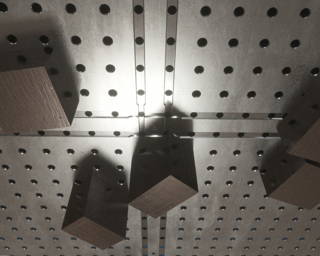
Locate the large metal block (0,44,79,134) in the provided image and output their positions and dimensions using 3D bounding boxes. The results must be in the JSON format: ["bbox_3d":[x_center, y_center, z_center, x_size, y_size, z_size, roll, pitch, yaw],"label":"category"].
[{"bbox_3d":[-0.149,-0.043,0.356,0.080,0.050,0.080,-7,130,5],"label":"large metal block"}]

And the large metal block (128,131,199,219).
[{"bbox_3d":[0.003,0.066,0.432,0.050,0.080,0.080,36,121,-27],"label":"large metal block"}]

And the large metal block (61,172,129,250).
[{"bbox_3d":[-0.097,0.131,0.486,0.050,0.080,0.080,-35,122,25],"label":"large metal block"}]

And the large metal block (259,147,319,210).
[{"bbox_3d":[0.210,0.070,0.458,0.080,0.050,0.079,20,127,-17],"label":"large metal block"}]

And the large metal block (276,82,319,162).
[{"bbox_3d":[0.214,-0.002,0.397,0.081,0.050,0.079,16,128,-14],"label":"large metal block"}]
